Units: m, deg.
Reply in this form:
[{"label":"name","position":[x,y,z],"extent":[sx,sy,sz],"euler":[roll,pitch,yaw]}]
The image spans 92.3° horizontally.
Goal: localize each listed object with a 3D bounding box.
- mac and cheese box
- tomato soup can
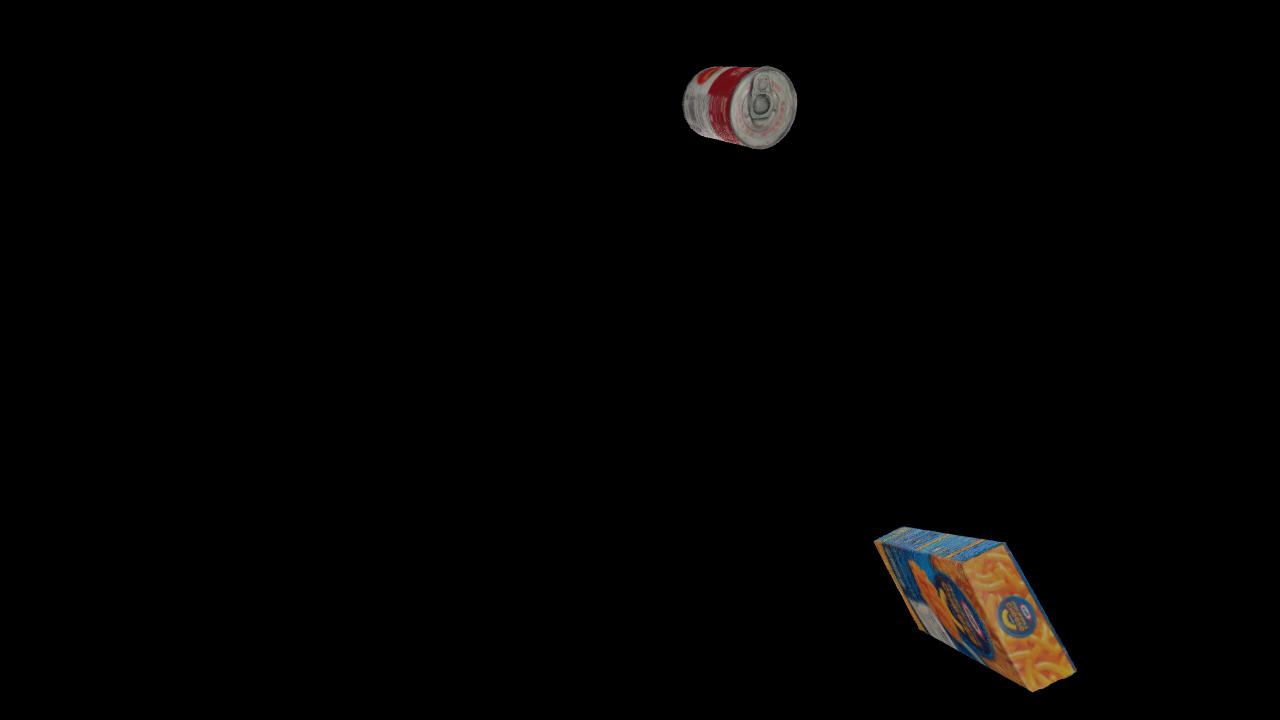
[{"label":"mac and cheese box","position":[0.257,0.190,0.501],"extent":[0.041,0.093,0.184],"euler":[-23,-12,-2]},{"label":"tomato soup can","position":[0.090,-0.237,0.575],"extent":[0.068,0.068,0.101],"euler":[0,24,-23]}]
